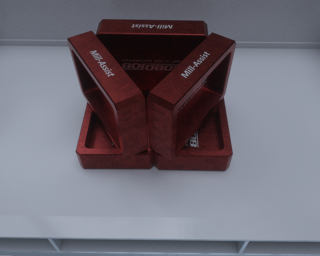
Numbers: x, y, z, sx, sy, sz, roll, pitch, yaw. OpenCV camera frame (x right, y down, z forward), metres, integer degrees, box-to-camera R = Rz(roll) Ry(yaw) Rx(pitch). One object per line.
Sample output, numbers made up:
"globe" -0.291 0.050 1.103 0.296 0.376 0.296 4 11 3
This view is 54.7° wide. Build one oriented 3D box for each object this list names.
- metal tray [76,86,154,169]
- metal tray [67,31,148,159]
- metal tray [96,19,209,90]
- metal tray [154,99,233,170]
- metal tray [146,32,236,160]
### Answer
"metal tray" -0.052 -0.009 0.408 0.091 0.030 0.130 0 49 0
"metal tray" -0.060 -0.039 0.353 0.030 0.090 0.130 -25 55 -19
"metal tray" -0.009 -0.090 0.396 0.131 0.090 0.030 1 51 1
"metal tray" 0.040 -0.007 0.407 0.091 0.030 0.130 1 49 1
"metal tray" 0.037 -0.037 0.352 0.030 0.090 0.131 29 56 22
